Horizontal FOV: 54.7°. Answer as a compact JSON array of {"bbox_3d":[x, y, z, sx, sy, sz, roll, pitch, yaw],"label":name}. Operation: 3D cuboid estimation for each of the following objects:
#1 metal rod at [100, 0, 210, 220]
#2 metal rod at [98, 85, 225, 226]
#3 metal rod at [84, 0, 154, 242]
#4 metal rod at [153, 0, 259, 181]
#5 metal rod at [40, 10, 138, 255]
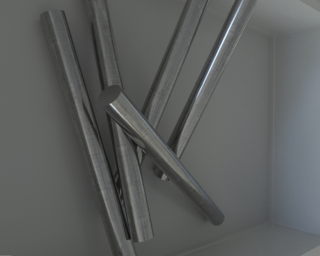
[{"bbox_3d":[-0.002,-0.036,0.359,0.025,0.025,0.299,22,91,-38],"label":"metal rod"},{"bbox_3d":[0.022,0.056,0.383,0.025,0.025,0.300,-61,138,-22],"label":"metal rod"},{"bbox_3d":[-0.048,-0.029,0.337,0.025,0.025,0.298,-10,87,-40],"label":"metal rod"},{"bbox_3d":[0.064,-0.068,0.379,0.025,0.025,0.298,13,108,-40],"label":"metal rod"},{"bbox_3d":[-0.070,0.027,0.329,0.025,0.025,0.298,-20,96,-39],"label":"metal rod"}]
